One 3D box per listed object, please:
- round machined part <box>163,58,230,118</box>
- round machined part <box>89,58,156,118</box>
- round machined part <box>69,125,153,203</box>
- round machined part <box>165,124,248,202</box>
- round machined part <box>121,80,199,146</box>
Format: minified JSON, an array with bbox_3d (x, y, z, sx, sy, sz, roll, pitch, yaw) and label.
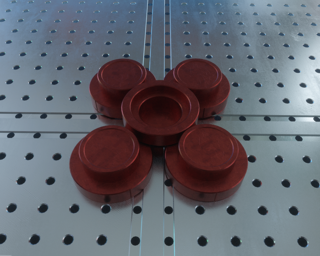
[{"bbox_3d":[0.053,-0.064,0.450,0.099,0.042,0.098,0,50,0],"label":"round machined part"},{"bbox_3d":[-0.053,-0.063,0.448,0.099,0.042,0.098,0,50,0],"label":"round machined part"},{"bbox_3d":[-0.058,0.035,0.367,0.099,0.042,0.098,0,50,0],"label":"round machined part"},{"bbox_3d":[0.055,0.034,0.368,0.099,0.042,0.098,0,50,0],"label":"round machined part"},{"bbox_3d":[0.001,-0.015,0.407,0.099,0.042,0.098,0,50,0],"label":"round machined part"}]
